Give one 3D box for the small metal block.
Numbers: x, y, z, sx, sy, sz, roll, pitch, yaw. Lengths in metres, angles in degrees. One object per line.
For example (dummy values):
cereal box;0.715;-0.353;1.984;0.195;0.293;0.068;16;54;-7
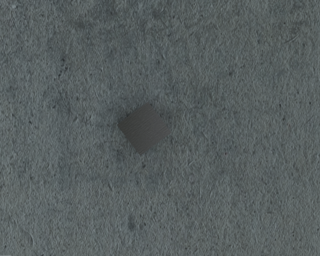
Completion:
small metal block;-0.020;0.001;0.411;0.050;0.025;0.050;-37;90;0
